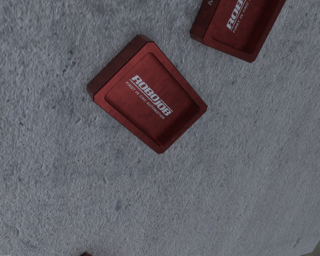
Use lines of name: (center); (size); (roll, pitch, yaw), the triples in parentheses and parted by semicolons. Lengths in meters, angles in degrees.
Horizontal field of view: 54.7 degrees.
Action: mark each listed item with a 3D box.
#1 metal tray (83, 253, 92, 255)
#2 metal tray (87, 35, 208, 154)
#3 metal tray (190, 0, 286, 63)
metal tray: (-0.079, 0.261, 0.482); (0.030, 0.090, 0.130); (-38, 129, -3)
metal tray: (-0.010, -0.035, 0.375); (0.090, 0.030, 0.130); (-45, 129, 3)
metal tray: (0.102, -0.152, 0.364); (0.091, 0.030, 0.129); (11, 113, -33)
